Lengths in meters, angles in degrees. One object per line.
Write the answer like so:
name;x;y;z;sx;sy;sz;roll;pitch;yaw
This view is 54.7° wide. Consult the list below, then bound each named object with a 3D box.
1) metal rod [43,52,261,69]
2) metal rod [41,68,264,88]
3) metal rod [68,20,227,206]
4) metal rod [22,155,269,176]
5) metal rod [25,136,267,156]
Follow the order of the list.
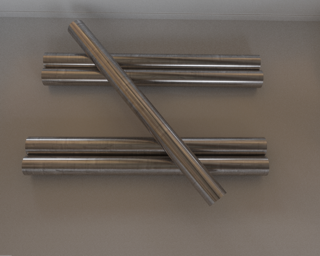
metal rod;-0.011;-0.093;0.441;0.302;0.025;0.025;1;70;0
metal rod;-0.010;-0.070;0.433;0.302;0.025;0.025;1;70;0
metal rod;-0.026;-0.030;0.393;0.025;0.025;0.300;-36;74;-12
metal rod;-0.017;0.047;0.390;0.302;0.025;0.025;0;70;0
metal rod;-0.017;0.024;0.399;0.302;0.025;0.025;0;70;0
